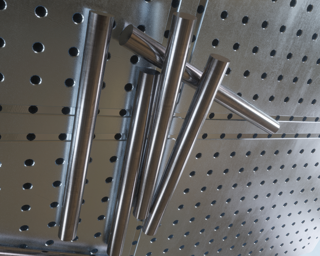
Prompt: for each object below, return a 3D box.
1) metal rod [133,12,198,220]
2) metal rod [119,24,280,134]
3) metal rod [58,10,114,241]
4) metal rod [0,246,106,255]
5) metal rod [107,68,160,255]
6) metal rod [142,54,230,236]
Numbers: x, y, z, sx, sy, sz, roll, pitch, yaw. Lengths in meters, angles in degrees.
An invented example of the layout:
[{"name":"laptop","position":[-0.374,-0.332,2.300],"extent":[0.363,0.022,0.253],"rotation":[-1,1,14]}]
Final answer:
[{"name":"metal rod","position":[-0.002,0.009,0.394],"extent":[0.025,0.025,0.298],"rotation":[-6,127,-26]},{"name":"metal rod","position":[0.074,-0.050,0.419],"extent":[0.302,0.025,0.025],"rotation":[24,106,-37]},{"name":"metal rod","position":[-0.093,0.017,0.370],"extent":[0.025,0.025,0.298],"rotation":[1,118,-29]},{"name":"metal rod","position":[-0.185,0.175,0.417],"extent":[0.301,0.025,0.025],"rotation":[24,105,-37]},{"name":"metal rod","position":[-0.042,0.065,0.427],"extent":[0.025,0.025,0.298],"rotation":[-2,119,-28]},{"name":"metal rod","position":[0.026,0.042,0.431],"extent":[0.025,0.025,0.298],"rotation":[1,124,-29]}]
